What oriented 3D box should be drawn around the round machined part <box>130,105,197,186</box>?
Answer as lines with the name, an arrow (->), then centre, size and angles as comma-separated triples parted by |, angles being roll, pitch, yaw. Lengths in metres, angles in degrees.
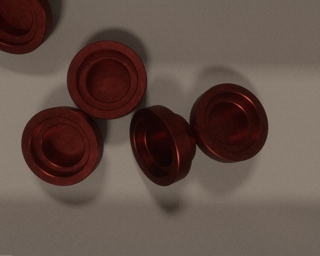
round machined part -> 0.007, 0.019, 0.384 | 0.042, 0.098, 0.097 | -18, 91, -34

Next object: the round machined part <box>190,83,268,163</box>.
round machined part -> 0.083, -0.004, 0.394 | 0.099, 0.042, 0.098 | 4, 76, -16

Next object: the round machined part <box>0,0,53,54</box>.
round machined part -> -0.181, -0.146, 0.385 | 0.099, 0.042, 0.097 | 4, 126, 5

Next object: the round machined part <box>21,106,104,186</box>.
round machined part -> -0.119, 0.020, 0.395 | 0.099, 0.042, 0.097 | 1, 99, 7

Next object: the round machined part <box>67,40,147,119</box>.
round machined part -> -0.066, -0.060, 0.402 | 0.099, 0.042, 0.097 | 0, 90, -1
